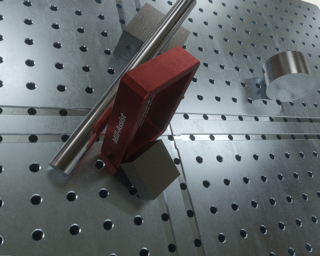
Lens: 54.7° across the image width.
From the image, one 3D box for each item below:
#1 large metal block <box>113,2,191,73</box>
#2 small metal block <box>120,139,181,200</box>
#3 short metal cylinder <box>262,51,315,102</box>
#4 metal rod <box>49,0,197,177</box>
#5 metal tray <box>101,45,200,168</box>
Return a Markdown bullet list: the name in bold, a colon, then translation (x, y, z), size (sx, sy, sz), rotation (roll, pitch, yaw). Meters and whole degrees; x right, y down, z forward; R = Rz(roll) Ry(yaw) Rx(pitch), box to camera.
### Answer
- **large metal block**: translation (-0.011, -0.128, 0.464), size (0.080, 0.050, 0.080), rotation (32, 52, -8)
- **small metal block**: translation (-0.010, 0.048, 0.362), size (0.050, 0.025, 0.050), rotation (-37, 105, -39)
- **short metal cylinder**: translation (0.226, -0.090, 0.549), size (0.081, 0.080, 0.050), rotation (14, 56, -21)
- **metal rod**: translation (-0.032, -0.071, 0.387), size (0.025, 0.025, 0.300), rotation (35, 66, -5)
- **metal tray**: translation (-0.014, -0.020, 0.343), size (0.030, 0.129, 0.091), rotation (42, 50, 13)
